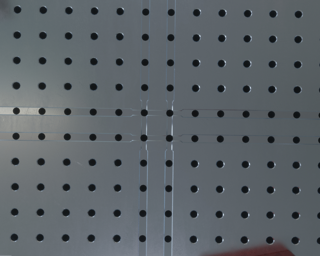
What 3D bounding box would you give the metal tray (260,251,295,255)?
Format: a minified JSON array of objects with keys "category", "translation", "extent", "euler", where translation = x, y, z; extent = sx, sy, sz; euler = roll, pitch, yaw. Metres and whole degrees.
[{"category":"metal tray","translation":[0.126,0.223,0.411],"extent":[0.131,0.030,0.089],"euler":[-10,90,0]}]
